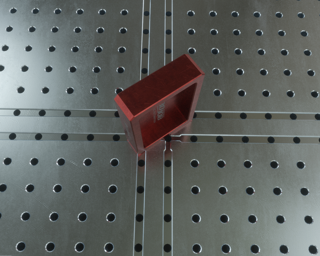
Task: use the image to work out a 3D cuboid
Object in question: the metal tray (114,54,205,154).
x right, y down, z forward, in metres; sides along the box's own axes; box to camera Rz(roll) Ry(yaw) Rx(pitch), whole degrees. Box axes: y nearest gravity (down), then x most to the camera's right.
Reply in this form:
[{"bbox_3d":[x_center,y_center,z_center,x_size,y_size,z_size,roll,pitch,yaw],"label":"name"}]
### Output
[{"bbox_3d":[0.000,-0.021,0.363,0.090,0.130,0.030,-33,74,-12],"label":"metal tray"}]
